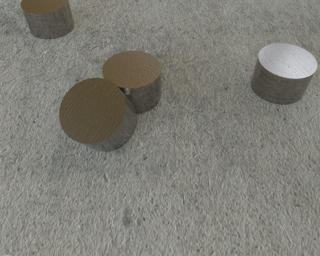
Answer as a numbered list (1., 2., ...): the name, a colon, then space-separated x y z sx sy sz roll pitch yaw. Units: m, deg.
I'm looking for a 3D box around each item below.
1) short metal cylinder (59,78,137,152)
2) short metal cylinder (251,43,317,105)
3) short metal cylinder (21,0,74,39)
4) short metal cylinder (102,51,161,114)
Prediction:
1. short metal cylinder: -0.074 -0.015 0.379 0.080 0.050 0.080 -3 75 10
2. short metal cylinder: 0.180 -0.080 0.455 0.080 0.050 0.080 0 50 0
3. short metal cylinder: -0.200 -0.204 0.557 0.080 0.050 0.080 0 50 0
4. short metal cylinder: -0.038 -0.066 0.442 0.081 0.050 0.080 0 50 0
